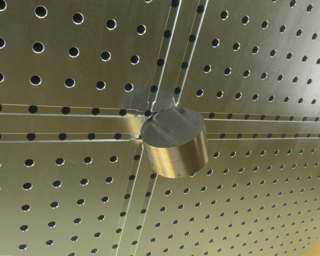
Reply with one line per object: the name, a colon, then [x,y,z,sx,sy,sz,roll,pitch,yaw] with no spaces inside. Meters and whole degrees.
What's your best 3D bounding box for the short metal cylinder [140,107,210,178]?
short metal cylinder: [0.020,0.017,0.396,0.080,0.080,0.050,-25,127,-13]
